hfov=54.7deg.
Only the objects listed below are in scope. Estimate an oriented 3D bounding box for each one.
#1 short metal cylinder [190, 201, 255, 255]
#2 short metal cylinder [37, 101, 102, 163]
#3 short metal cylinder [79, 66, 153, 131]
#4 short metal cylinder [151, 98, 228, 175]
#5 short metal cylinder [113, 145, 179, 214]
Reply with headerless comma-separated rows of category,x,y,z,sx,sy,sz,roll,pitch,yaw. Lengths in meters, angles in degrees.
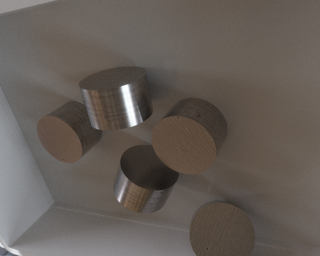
short metal cylinder,0.080,0.138,0.409,0.080,0.050,0.080,-1,80,6
short metal cylinder,-0.136,0.006,0.468,0.080,0.050,0.079,13,124,21
short metal cylinder,-0.052,-0.038,0.377,0.080,0.080,0.050,4,121,26
short metal cylinder,0.037,0.010,0.379,0.080,0.050,0.079,13,124,21
short metal cylinder,-0.020,0.069,0.426,0.080,0.080,0.050,28,128,10
